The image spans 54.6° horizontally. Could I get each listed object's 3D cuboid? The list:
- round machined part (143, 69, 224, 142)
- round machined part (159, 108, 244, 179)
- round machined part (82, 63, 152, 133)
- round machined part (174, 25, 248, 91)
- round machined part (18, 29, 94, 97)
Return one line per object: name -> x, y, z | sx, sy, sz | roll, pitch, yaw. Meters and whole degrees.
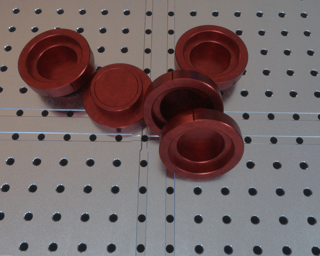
round machined part -> 0.029, -0.032, 0.392 | 0.099, 0.097, 0.042 | 2, 40, 1
round machined part -> 0.049, 0.015, 0.375 | 0.099, 0.097, 0.042 | 2, 40, 1
round machined part -> -0.057, -0.046, 0.419 | 0.099, 0.042, 0.098 | 0, 70, 0
round machined part -> 0.069, -0.092, 0.434 | 0.099, 0.042, 0.098 | 1, 65, -1
round machined part -> -0.139, -0.085, 0.430 | 0.098, 0.042, 0.098 | -2, 67, 5
